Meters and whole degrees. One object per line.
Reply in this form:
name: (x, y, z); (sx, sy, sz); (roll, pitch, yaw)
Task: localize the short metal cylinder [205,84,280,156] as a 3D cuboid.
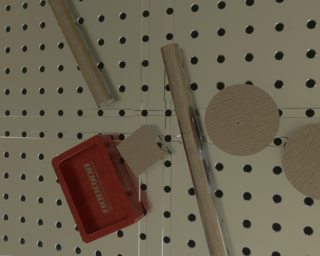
short metal cylinder: (0.098, -0.009, 0.365); (0.080, 0.050, 0.079); (0, 90, 19)

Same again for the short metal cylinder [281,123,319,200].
short metal cylinder: (0.176, 0.034, 0.338); (0.080, 0.050, 0.079); (0, 90, 19)

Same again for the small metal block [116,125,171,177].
small metal block: (-0.022, 0.030, 0.420); (0.050, 0.025, 0.050); (-39, 78, 15)

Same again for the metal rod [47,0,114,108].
metal rod: (-0.143, -0.167, 0.461); (0.025, 0.025, 0.299); (-29, 81, 17)

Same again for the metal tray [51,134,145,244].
metal tray: (-0.089, 0.085, 0.440); (0.090, 0.030, 0.130); (-28, 81, 17)

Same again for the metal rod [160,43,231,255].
metal rod: (0.047, 0.039, 0.395); (0.025, 0.025, 0.298); (-15, 85, 19)
